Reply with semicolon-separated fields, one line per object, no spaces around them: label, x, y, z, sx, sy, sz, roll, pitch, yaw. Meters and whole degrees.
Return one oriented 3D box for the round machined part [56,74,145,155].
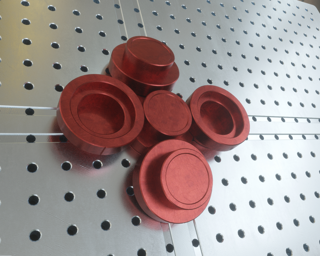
round machined part;-0.072;-0.012;0.367;0.099;0.042;0.098;14;56;-21

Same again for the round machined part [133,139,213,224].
round machined part;0.022;0.060;0.359;0.099;0.042;0.098;8;73;-27

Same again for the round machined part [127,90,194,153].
round machined part;0.003;-0.011;0.405;0.099;0.042;0.098;14;56;-21

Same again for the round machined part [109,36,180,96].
round machined part;-0.018;-0.091;0.430;0.099;0.042;0.098;14;43;-13

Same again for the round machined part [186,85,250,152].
round machined part;0.077;-0.010;0.446;0.099;0.042;0.098;14;56;-21
